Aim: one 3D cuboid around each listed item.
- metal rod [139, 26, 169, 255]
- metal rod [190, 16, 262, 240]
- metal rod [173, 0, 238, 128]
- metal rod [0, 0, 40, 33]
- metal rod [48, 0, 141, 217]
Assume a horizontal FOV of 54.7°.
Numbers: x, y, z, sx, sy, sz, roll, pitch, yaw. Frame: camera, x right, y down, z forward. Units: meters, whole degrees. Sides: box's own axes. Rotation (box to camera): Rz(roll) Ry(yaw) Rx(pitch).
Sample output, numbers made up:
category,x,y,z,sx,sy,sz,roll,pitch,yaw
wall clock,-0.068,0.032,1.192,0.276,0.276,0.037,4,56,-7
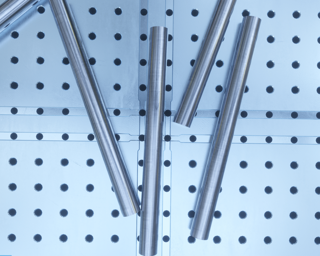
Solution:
category,x,y,z,sx,sy,sz,roll,pitch,yaw
metal rod,-0.008,0.017,0.413,0.025,0.025,0.298,3,90,-1
metal rod,0.088,0.000,0.414,0.025,0.025,0.298,14,90,-1
metal rod,0.080,-0.144,0.414,0.025,0.025,0.299,20,90,-1
metal rod,-0.230,-0.129,0.410,0.300,0.025,0.025,-39,91,-1
metal rod,-0.087,-0.028,0.412,0.025,0.025,0.298,-19,90,0
